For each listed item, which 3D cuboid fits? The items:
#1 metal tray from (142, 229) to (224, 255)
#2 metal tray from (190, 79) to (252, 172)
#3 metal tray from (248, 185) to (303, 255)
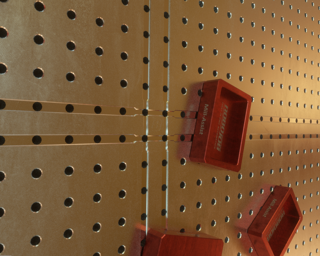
[{"bbox_3d":[0.031,0.195,0.435,0.131,0.030,0.090,21,77,-38],"label":"metal tray"},{"bbox_3d":[0.099,-0.002,0.491,0.091,0.030,0.129,20,78,-39],"label":"metal tray"},{"bbox_3d":[0.227,0.187,0.600,0.131,0.030,0.090,-42,116,-32],"label":"metal tray"}]
